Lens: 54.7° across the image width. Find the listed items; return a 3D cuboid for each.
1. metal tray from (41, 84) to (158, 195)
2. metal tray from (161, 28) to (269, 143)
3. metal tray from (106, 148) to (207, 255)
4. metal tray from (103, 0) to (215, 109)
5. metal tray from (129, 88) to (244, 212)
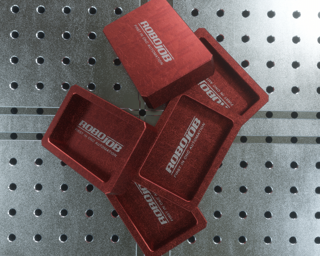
[{"bbox_3d":[-0.078,0.011,0.379,0.130,0.030,0.090,28,90,30],"label":"metal tray"},{"bbox_3d":[0.066,-0.054,0.411,0.090,0.030,0.130,-43,91,0],"label":"metal tray"},{"bbox_3d":[-0.010,0.095,0.410,0.090,0.030,0.130,-33,90,-1],"label":"metal tray"},{"bbox_3d":[-0.005,-0.096,0.380,0.090,0.030,0.130,-30,60,-1],"label":"metal tray"},{"bbox_3d":[0.031,0.024,0.381,0.090,0.030,0.130,29,90,-1],"label":"metal tray"}]
